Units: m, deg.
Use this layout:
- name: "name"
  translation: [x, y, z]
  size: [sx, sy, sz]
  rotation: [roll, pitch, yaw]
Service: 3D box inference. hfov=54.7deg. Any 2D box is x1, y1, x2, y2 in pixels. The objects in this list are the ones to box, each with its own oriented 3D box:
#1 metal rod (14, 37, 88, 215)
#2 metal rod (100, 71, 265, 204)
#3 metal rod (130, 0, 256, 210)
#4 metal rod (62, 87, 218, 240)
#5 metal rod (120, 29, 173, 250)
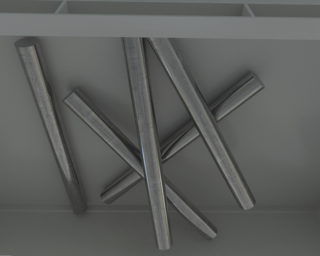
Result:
- name: "metal rod"
  translation: [-0.138, 0.022, 0.426]
  size: [0.025, 0.025, 0.298]
  rotation: [-1, 130, 1]
- name: "metal rod"
  translation: [0.014, 0.028, 0.432]
  size: [0.025, 0.025, 0.299]
  rotation: [35, 122, -26]
- name: "metal rod"
  translation: [0.052, -0.009, 0.370]
  size: [0.025, 0.025, 0.299]
  rotation: [-23, 118, 18]
- name: "metal rod"
  translation: [-0.014, 0.062, 0.428]
  size: [0.025, 0.025, 0.300]
  rotation: [-32, 114, 24]
- name: "metal rod"
  translation: [-0.012, 0.033, 0.386]
  size: [0.025, 0.025, 0.298]
  rotation: [-6, 115, 4]
